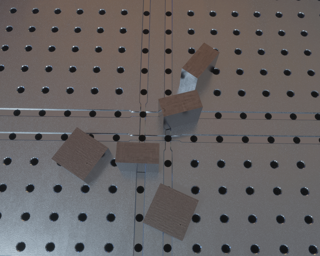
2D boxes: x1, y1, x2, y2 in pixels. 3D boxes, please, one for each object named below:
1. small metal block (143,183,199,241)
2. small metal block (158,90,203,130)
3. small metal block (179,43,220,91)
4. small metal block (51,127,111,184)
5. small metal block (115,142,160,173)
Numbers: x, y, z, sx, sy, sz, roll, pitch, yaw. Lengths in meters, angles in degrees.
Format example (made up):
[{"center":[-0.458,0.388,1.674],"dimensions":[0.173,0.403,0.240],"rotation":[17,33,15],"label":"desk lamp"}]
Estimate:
[{"center":[0.013,0.102,0.375],"dimensions":[0.050,0.025,0.050],"rotation":[23,71,8],"label":"small metal block"},{"center":[0.025,-0.023,0.407],"dimensions":[0.050,0.050,0.025],"rotation":[-14,71,-6],"label":"small metal block"},{"center":[0.054,-0.080,0.429],"dimensions":[0.025,0.050,0.050],"rotation":[36,74,12],"label":"small metal block"},{"center":[-0.100,0.036,0.398],"dimensions":[0.050,0.025,0.050],"rotation":[32,73,10],"label":"small metal block"},{"center":[-0.026,0.037,0.385],"dimensions":[0.050,0.050,0.025],"rotation":[2,70,0],"label":"small metal block"}]
